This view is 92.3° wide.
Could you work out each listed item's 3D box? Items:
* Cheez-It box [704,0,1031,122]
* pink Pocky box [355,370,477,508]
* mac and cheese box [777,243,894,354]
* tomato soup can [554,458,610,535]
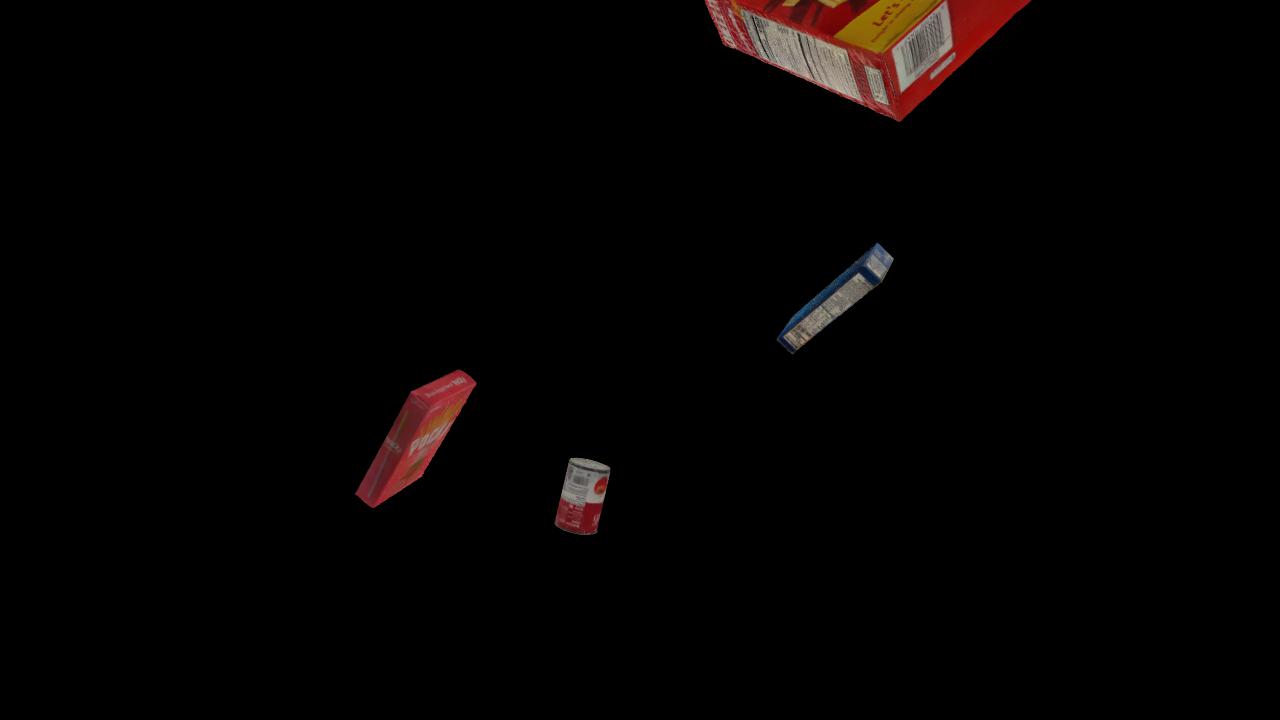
[{"bbox_3d":[0.172,-0.296,0.471,0.223,0.166,0.071,50,5,40],"label":"Cheez-It box"},{"bbox_3d":[-0.239,0.084,0.659,0.029,0.155,0.084,38,23,6],"label":"pink Pocky box"},{"bbox_3d":[0.293,-0.091,0.932,0.184,0.041,0.093,-47,-1,43],"label":"mac and cheese box"},{"bbox_3d":[-0.088,0.207,0.941,0.068,0.101,0.068,12,0,0],"label":"tomato soup can"}]
